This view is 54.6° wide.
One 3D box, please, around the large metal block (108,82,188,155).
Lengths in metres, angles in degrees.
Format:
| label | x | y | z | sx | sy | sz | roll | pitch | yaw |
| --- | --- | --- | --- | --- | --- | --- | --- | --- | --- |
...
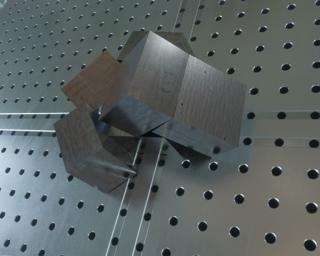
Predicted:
| label | x | y | z | sx | sy | sz | roll | pitch | yaw |
| --- | --- | --- | --- | --- | --- | --- | --- | --- | --- |
| large metal block | -0.010 | -0.013 | 0.407 | 0.080 | 0.050 | 0.080 | 1 | 62 | 29 |

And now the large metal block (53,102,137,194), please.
| label | x | y | z | sx | sy | sz | roll | pitch | yaw |
| --- | --- | --- | --- | --- | --- | --- | --- | --- | --- |
| large metal block | -0.083 | 0.027 | 0.400 | 0.050 | 0.080 | 0.080 | -34 | 52 | 5 |

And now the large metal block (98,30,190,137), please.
| label | x | y | z | sx | sy | sz | roll | pitch | yaw |
| --- | --- | --- | --- | --- | --- | --- | --- | --- | --- |
| large metal block | -0.019 | -0.044 | 0.341 | 0.080 | 0.050 | 0.080 | -28 | 41 | 56 |

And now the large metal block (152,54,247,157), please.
| label | x | y | z | sx | sy | sz | roll | pitch | yaw |
| --- | --- | --- | --- | --- | --- | --- | --- | --- | --- |
| large metal block | 0.046 | -0.023 | 0.353 | 0.050 | 0.080 | 0.080 | -33 | 37 | 58 |

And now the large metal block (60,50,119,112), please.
| label | x | y | z | sx | sy | sz | roll | pitch | yaw |
| --- | --- | --- | --- | --- | --- | --- | --- | --- | --- |
| large metal block | -0.086 | -0.061 | 0.449 | 0.080 | 0.080 | 0.050 | -41 | 95 | 0 |

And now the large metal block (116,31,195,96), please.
| label | x | y | z | sx | sy | sz | roll | pitch | yaw |
| --- | --- | --- | --- | --- | --- | --- | --- | --- | --- |
| large metal block | 0.002 | -0.085 | 0.425 | 0.080 | 0.080 | 0.050 | 14 | 69 | 34 |
